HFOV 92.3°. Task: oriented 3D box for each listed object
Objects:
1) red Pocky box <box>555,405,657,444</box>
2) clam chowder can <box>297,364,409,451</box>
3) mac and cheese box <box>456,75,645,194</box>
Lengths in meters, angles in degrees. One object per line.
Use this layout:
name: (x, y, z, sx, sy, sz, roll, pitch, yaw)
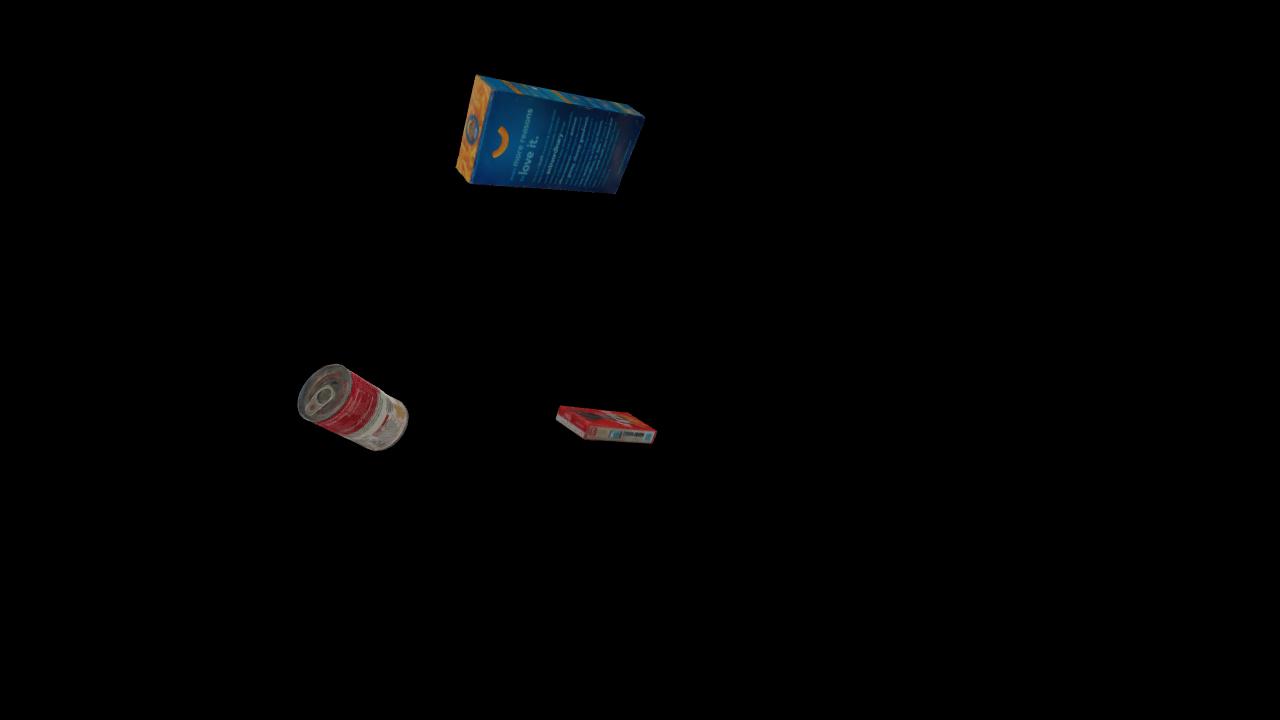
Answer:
red Pocky box: (-0.053, 0.105, 0.999, 0.155, 0.028, 0.083, 11, 10, -45)
clam chowder can: (-0.320, 0.056, 0.695, 0.068, 0.068, 0.102, 0, -27, 20)
mac and cheese box: (-0.086, -0.221, 0.620, 0.184, 0.093, 0.041, -10, 48, -43)
